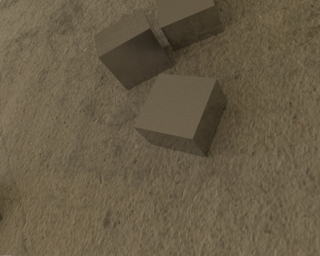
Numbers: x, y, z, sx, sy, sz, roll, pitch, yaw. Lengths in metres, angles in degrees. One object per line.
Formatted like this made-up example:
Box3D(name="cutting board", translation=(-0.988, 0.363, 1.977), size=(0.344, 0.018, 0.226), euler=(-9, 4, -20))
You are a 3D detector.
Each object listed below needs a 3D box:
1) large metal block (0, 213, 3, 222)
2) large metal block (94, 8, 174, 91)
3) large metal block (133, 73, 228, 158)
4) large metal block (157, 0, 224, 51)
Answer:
Box3D(name="large metal block", translation=(-0.294, 0.132, 0.458), size=(0.080, 0.050, 0.080), euler=(-47, 52, -5))
Box3D(name="large metal block", translation=(-0.038, -0.113, 0.456), size=(0.080, 0.080, 0.050), euler=(-26, 53, 11))
Box3D(name="large metal block", translation=(0.027, -0.017, 0.383), size=(0.080, 0.050, 0.080), euler=(11, 67, 32))
Box3D(name="large metal block", translation=(0.044, -0.175, 0.471), size=(0.080, 0.050, 0.080), euler=(-18, 55, 17))
